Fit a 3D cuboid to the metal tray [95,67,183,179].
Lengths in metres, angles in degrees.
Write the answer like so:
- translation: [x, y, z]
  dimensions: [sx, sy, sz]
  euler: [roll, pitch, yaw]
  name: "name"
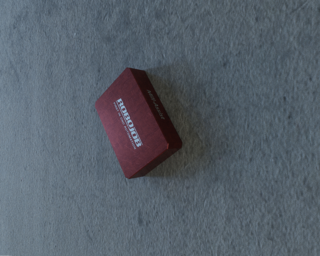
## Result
- translation: [-0.034, -0.007, 0.431]
  dimensions: [0.090, 0.030, 0.130]
  euler: [-41, 65, 32]
  name: "metal tray"
